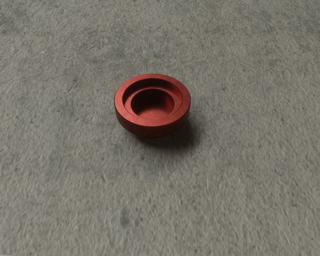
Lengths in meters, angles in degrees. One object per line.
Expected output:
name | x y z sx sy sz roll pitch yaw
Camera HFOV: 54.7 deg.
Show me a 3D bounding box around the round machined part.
round machined part | -0.010 -0.025 0.413 0.099 0.042 0.098 0 50 0
